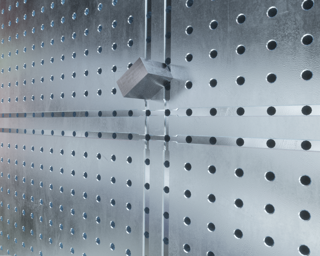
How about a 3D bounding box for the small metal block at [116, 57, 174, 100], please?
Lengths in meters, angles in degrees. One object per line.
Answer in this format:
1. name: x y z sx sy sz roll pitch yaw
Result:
1. small metal block: -0.020 -0.063 0.407 0.050 0.050 0.025 -39 67 33
